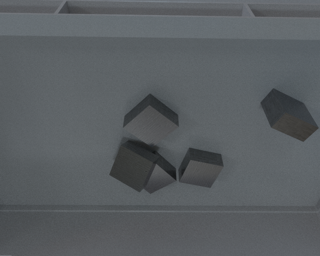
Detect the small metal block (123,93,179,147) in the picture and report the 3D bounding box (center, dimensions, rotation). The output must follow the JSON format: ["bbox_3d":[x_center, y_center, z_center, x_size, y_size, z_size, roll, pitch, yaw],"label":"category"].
[{"bbox_3d":[-0.012,-0.009,0.401,0.050,0.025,0.050,36,121,-27],"label":"small metal block"}]

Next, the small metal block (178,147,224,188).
[{"bbox_3d":[0.060,0.060,0.460,0.050,0.025,0.050,12,129,-11],"label":"small metal block"}]

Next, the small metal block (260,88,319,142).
[{"bbox_3d":[0.157,-0.016,0.380,0.050,0.050,0.025,21,127,-17],"label":"small metal block"}]

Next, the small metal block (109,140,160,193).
[{"bbox_3d":[-0.036,0.053,0.432,0.050,0.025,0.050,28,110,11],"label":"small metal block"}]

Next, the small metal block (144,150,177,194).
[{"bbox_3d":[-0.011,0.067,0.466,0.050,0.025,0.050,-31,124,23],"label":"small metal block"}]
